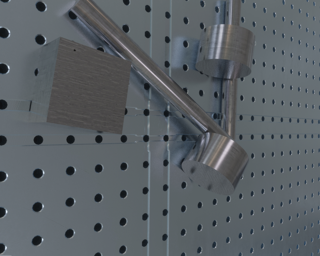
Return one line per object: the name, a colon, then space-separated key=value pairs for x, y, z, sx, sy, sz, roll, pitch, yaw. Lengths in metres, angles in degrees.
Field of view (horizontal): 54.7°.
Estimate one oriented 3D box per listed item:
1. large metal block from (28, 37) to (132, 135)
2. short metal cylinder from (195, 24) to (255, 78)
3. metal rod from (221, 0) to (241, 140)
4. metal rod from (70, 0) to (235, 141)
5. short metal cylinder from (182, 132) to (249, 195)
large metal block: x=-0.082 y=-0.039 z=0.324 sx=0.081 sy=0.050 sz=0.080 roll=12 pitch=83 yaw=-40
short metal cylinder: x=0.096 y=-0.109 z=0.454 sx=0.081 sy=0.080 sz=0.050 roll=16 pitch=80 yaw=-39
metal rod: x=0.114 y=-0.064 z=0.504 sx=0.025 sy=0.025 sz=0.298 roll=5 pitch=87 yaw=-40
metal rod: x=0.012 y=-0.051 z=0.406 sx=0.301 sy=0.025 sz=0.025 roll=40 pitch=65 yaw=-28
short metal cylinder: x=0.078 y=0.051 z=0.440 sx=0.080 sy=0.080 sz=0.050 roll=50 pitch=61 yaw=-29
